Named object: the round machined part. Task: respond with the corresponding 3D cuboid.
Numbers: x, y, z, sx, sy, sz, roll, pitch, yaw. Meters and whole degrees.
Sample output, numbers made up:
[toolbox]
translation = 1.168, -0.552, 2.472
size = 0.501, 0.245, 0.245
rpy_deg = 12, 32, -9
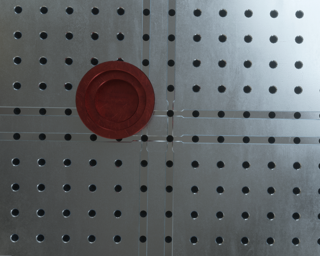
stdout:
[round machined part]
translation = -0.055, -0.035, 0.405
size = 0.099, 0.042, 0.097
rpy_deg = 0, 90, 0
